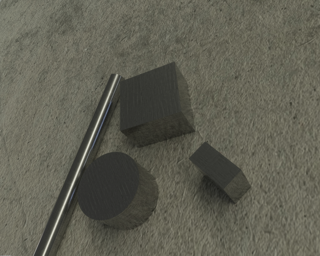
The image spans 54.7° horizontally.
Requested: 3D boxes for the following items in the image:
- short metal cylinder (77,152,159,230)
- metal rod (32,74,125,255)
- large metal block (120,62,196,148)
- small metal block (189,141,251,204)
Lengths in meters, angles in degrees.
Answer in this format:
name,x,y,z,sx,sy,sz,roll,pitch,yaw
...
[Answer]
name,x,y,z,sx,sy,sz,roll,pitch,yaw
short metal cylinder,-0.049,0.075,0.366,0.080,0.050,0.080,-13,56,20
metal rod,-0.109,0.054,0.425,0.025,0.025,0.300,4,64,30
large metal block,-0.005,-0.029,0.407,0.080,0.050,0.080,-17,55,18
small metal block,0.064,0.047,0.325,0.025,0.050,0.050,-46,52,-4
